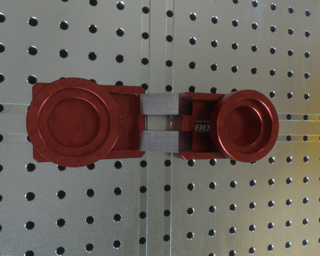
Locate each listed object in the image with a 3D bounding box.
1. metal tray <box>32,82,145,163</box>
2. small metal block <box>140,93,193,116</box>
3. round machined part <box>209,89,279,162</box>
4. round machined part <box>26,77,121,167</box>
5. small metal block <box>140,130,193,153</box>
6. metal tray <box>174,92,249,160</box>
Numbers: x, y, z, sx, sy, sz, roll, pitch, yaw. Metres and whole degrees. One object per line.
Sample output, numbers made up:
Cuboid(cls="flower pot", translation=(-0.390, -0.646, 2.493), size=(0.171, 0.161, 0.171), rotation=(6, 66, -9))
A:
Cuboid(cls="metal tray", translation=(-0.085, -0.007, 0.380), size=(0.131, 0.030, 0.089), rotation=(-1, 92, -20))
Cuboid(cls="small metal block", translation=(0.009, -0.028, 0.387), size=(0.050, 0.050, 0.025), rotation=(1, 90, 24))
Cuboid(cls="round machined part", translation=(0.112, -0.003, 0.431), size=(0.099, 0.042, 0.097), rotation=(0, 90, -20))
Cuboid(cls="round machined part", translation=(-0.098, -0.006, 0.354), size=(0.099, 0.042, 0.097), rotation=(0, 90, -20))
Cuboid(cls="small metal block", translation=(0.009, 0.016, 0.387), size=(0.050, 0.050, 0.025), rotation=(1, 90, 24))
Cuboid(cls="metal tray", translation=(0.086, -0.002, 0.442), size=(0.131, 0.030, 0.089), rotation=(1, 90, -20))
